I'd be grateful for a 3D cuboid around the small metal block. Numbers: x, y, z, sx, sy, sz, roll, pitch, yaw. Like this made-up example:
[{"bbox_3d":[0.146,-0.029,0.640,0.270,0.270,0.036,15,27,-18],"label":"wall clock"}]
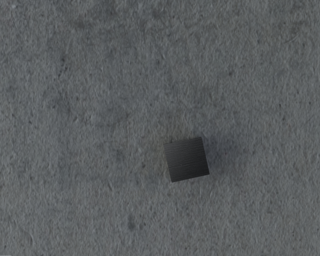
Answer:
[{"bbox_3d":[0.034,0.041,0.411,0.050,0.025,0.050,-12,90,-1],"label":"small metal block"}]
